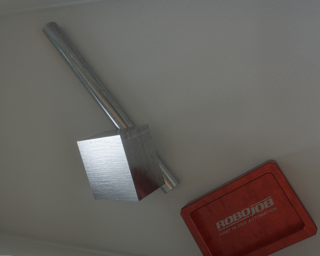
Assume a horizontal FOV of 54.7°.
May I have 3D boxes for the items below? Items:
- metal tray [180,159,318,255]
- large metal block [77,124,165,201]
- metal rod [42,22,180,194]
[{"bbox_3d":[0.102,0.107,0.371,0.130,0.030,0.090,-32,80,16],"label":"metal tray"},{"bbox_3d":[-0.050,0.044,0.393,0.080,0.050,0.080,-9,99,39],"label":"large metal block"},{"bbox_3d":[-0.075,-0.036,0.435,0.025,0.025,0.300,-42,77,15],"label":"metal rod"}]
